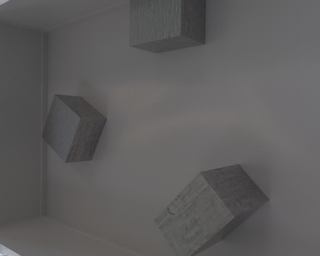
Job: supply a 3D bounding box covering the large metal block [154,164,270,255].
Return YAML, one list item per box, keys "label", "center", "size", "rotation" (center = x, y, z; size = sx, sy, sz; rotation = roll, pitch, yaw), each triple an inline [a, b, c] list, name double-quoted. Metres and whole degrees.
- label: "large metal block"
  center: [0.055, 0.086, 0.326]
  size: [0.080, 0.081, 0.050]
  rotation: [-52, 60, 27]

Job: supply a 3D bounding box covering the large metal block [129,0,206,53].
- label: "large metal block"
  center: [0.009, -0.142, 0.383]
  size: [0.080, 0.050, 0.080]
  rotation: [1, 91, 40]

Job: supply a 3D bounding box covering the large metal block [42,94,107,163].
- label: "large metal block"
  center: [-0.142, 0.000, 0.508]
  size: [0.080, 0.050, 0.079]
  rotation: [37, 113, 34]
